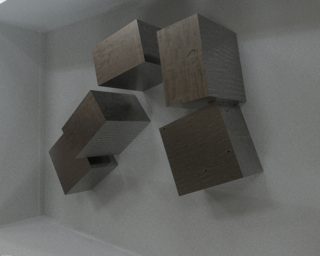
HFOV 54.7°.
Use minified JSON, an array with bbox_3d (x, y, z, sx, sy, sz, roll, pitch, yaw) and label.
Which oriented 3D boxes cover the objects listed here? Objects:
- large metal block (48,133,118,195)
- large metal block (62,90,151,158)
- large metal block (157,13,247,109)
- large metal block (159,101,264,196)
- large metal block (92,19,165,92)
[{"bbox_3d":[-0.123,0.048,0.489,0.080,0.050,0.080,-43,64,31],"label":"large metal block"},{"bbox_3d":[-0.074,-0.004,0.430,0.080,0.081,0.050,-45,63,30],"label":"large metal block"},{"bbox_3d":[0.046,-0.064,0.331,0.050,0.081,0.080,-12,83,39],"label":"large metal block"},{"bbox_3d":[0.055,0.024,0.344,0.080,0.050,0.080,-26,74,36],"label":"large metal block"},{"bbox_3d":[-0.025,-0.086,0.390,0.080,0.081,0.050,-18,79,38],"label":"large metal block"}]
